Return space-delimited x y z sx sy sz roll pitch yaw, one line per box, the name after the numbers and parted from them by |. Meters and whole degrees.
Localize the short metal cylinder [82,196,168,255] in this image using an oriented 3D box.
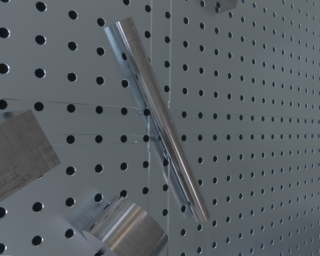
-0.038 0.121 0.342 0.050 0.080 0.080 -46 118 -30 | short metal cylinder

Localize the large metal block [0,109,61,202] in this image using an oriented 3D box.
-0.143 0.026 0.254 0.080 0.080 0.050 -36 112 -34 | large metal block

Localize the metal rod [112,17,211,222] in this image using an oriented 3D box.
0.010 0.002 0.417 0.025 0.025 0.299 -36 112 -34 | metal rod

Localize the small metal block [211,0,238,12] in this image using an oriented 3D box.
0.102 -0.224 0.495 0.050 0.025 0.050 28 73 -37 | small metal block
